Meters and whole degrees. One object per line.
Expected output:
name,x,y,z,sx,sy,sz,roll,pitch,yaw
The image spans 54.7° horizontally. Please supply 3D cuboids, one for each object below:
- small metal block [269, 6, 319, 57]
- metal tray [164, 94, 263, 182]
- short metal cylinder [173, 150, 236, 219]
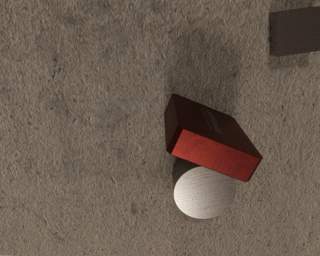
small metal block,0.160,-0.115,0.370,0.050,0.025,0.050,-8,110,2
metal tray,0.053,0.005,0.356,0.090,0.130,0.030,21,109,-8
short metal cylinder,0.058,0.076,0.425,0.081,0.050,0.079,0,110,-1
